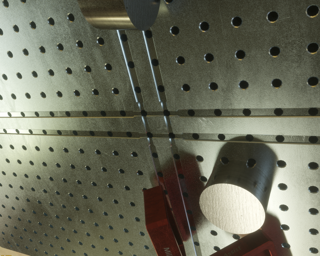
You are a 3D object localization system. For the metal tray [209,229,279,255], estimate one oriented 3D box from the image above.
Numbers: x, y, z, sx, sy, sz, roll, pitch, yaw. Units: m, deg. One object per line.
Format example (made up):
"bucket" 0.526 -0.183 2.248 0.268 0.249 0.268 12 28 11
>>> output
"metal tray" 0.106 0.211 0.432 0.131 0.030 0.090 -26 109 -6

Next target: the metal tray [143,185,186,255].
"metal tray" 0.011 0.163 0.462 0.030 0.090 0.129 -18 112 2

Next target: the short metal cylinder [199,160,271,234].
"short metal cylinder" 0.097 0.088 0.398 0.080 0.050 0.079 13 124 21

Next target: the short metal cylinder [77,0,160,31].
"short metal cylinder" -0.039 -0.140 0.310 0.050 0.080 0.079 9 123 23
